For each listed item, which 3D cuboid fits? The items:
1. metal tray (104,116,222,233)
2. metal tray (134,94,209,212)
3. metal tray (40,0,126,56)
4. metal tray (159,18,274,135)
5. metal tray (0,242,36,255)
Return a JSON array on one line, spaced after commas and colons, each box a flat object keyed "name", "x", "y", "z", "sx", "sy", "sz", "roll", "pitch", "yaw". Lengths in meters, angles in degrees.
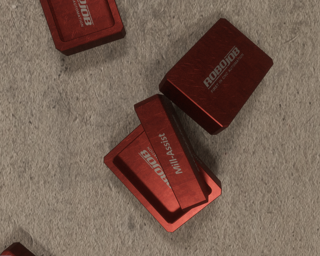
[{"name": "metal tray", "x": 0.004, "y": 0.057, "z": 0.398, "sx": 0.090, "sy": 0.030, "sz": 0.130, "roll": -42, "pitch": 91, "yaw": 12}, {"name": "metal tray", "x": 0.018, "y": 0.024, "z": 0.375, "sx": 0.030, "sy": 0.090, "sz": 0.129, "roll": -25, "pitch": 90, "yaw": 10}, {"name": "metal tray", "x": -0.108, "y": -0.171, "z": 0.405, "sx": 0.090, "sy": 0.030, "sz": 0.129, "roll": -19, "pitch": 90, "yaw": -1}, {"name": "metal tray", "x": 0.072, "y": -0.066, "z": 0.381, "sx": 0.090, "sy": 0.030, "sz": 0.130, "roll": 41, "pitch": 63, "yaw": 0}, {"name": "metal tray", "x": -0.174, "y": 0.227, "z": 0.405, "sx": 0.130, "sy": 0.030, "sz": 0.090, "roll": 40, "pitch": 90, "yaw": -1}]
